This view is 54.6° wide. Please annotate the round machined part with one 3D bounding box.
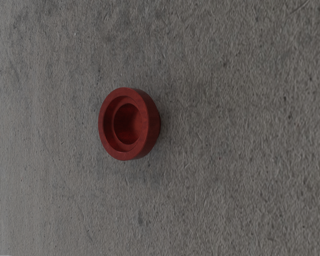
[{"bbox_3d":[-0.037,-0.005,0.426,0.098,0.042,0.097,0,90,40],"label":"round machined part"}]
